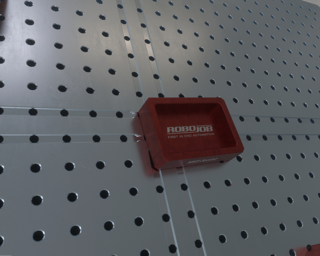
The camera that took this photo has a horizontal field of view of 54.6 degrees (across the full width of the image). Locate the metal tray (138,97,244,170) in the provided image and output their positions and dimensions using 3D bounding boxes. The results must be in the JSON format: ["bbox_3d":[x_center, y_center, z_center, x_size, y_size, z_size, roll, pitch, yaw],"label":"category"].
[{"bbox_3d":[0.044,0.003,0.425,0.131,0.030,0.090,-3,63,-30],"label":"metal tray"}]

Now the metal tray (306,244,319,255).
[{"bbox_3d":[0.234,0.226,0.393,0.130,0.030,0.091,50,51,7],"label":"metal tray"}]
